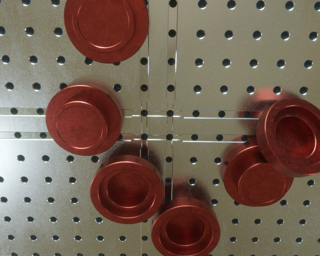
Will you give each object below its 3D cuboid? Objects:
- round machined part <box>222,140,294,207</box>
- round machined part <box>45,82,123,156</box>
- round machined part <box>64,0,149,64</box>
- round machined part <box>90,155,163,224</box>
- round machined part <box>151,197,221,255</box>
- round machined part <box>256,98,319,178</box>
[{"bbox_3d":[0.138,0.069,0.431,0.099,0.042,0.097,0,110,0],"label":"round machined part"},{"bbox_3d":[-0.099,-0.007,0.401,0.099,0.042,0.097,0,110,0],"label":"round machined part"},{"bbox_3d":[-0.062,-0.123,0.358,0.099,0.042,0.097,0,110,0],"label":"round machined part"},{"bbox_3d":[-0.045,0.081,0.434,0.099,0.042,0.097,0,110,0],"label":"round machined part"},{"bbox_3d":[0.037,0.144,0.457,0.099,0.042,0.097,0,110,0],"label":"round machined part"},{"bbox_3d":[0.166,0.015,0.393,0.099,0.042,0.098,5,71,-13],"label":"round machined part"}]
